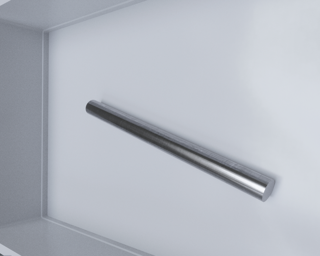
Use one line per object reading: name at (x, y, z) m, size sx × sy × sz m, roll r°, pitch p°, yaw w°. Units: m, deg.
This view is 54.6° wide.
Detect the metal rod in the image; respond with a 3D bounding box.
metal rod at (0.001, 0.015, 0.405) m, size 0.300 × 0.025 × 0.025 m, roll 24°, pitch 105°, yaw 37°
